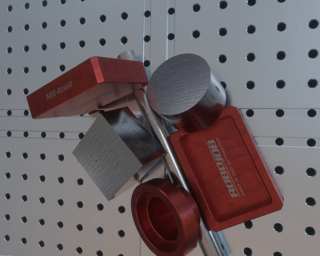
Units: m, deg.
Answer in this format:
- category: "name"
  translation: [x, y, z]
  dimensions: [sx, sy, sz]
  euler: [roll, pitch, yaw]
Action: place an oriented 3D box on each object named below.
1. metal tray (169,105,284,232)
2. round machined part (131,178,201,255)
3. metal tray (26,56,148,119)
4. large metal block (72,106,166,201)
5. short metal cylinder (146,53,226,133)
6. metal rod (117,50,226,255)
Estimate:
- category: "metal tray"
  translation: [0.079, 0.049, 0.378]
  dimensions: [0.090, 0.030, 0.129]
  euler: [-26, 82, 18]
- category: "round machined part"
  translation: [0.011, 0.108, 0.381]
  dimensions: [0.098, 0.042, 0.097]
  euler: [20, 118, 44]
- category: "metal tray"
  translation: [-0.091, -0.047, 0.391]
  dimensions: [0.130, 0.091, 0.030]
  euler: [-20, 85, 33]
- category: "large metal block"
  translation: [-0.053, 0.032, 0.395]
  dimensions: [0.080, 0.050, 0.080]
  euler: [50, 123, 13]
- category: "short metal cylinder"
  translation: [0.031, -0.041, 0.369]
  dimensions: [0.080, 0.050, 0.080]
  euler: [-14, 60, 25]
- category: "metal rod"
  translation: [0.013, 0.035, 0.403]
  dimensions: [0.025, 0.025, 0.299]
  euler: [-27, 81, 18]
